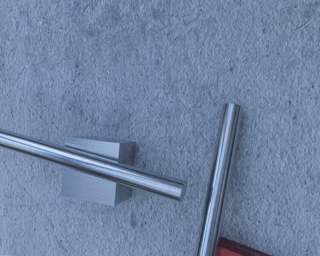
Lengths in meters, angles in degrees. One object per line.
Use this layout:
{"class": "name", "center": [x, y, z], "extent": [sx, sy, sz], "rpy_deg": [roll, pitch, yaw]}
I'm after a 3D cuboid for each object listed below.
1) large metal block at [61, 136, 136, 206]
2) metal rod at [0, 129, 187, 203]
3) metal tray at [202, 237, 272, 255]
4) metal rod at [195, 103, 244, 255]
{"class": "large metal block", "center": [-0.083, 0.055, 0.424], "extent": [0.080, 0.050, 0.079], "rpy_deg": [6, 92, 19]}
{"class": "metal rod", "center": [-0.112, 0.039, 0.394], "extent": [0.301, 0.025, 0.025], "rpy_deg": [13, 94, 19]}
{"class": "metal tray", "center": [0.104, 0.193, 0.369], "extent": [0.130, 0.030, 0.089], "rpy_deg": [16, 95, 19]}
{"class": "metal rod", "center": [0.059, 0.118, 0.358], "extent": [0.025, 0.025, 0.299], "rpy_deg": [9, 82, 19]}
